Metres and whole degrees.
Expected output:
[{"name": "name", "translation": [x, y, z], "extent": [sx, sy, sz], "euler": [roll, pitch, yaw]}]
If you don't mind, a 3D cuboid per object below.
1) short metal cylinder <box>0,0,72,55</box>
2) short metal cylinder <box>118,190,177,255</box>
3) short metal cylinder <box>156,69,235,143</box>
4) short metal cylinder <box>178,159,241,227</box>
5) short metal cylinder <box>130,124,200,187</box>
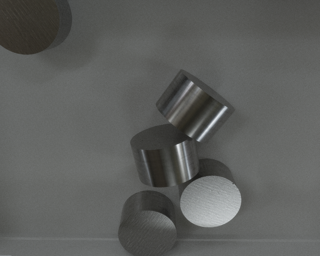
[{"name": "short metal cylinder", "translation": [-0.147, -0.127, 0.350], "extent": [0.081, 0.050, 0.079], "euler": [0, 110, 0]}, {"name": "short metal cylinder", "translation": [-0.017, 0.138, 0.449], "extent": [0.081, 0.050, 0.079], "euler": [0, 110, 0]}, {"name": "short metal cylinder", "translation": [0.042, -0.026, 0.372], "extent": [0.080, 0.080, 0.050], "euler": [33, 107, -12]}, {"name": "short metal cylinder", "translation": [0.067, 0.089, 0.431], "extent": [0.081, 0.050, 0.079], "euler": [0, 110, 0]}, {"name": "short metal cylinder", "translation": [0.007, 0.032, 0.394], "extent": [0.080, 0.080, 0.050], "euler": [-11, 110, 4]}]
